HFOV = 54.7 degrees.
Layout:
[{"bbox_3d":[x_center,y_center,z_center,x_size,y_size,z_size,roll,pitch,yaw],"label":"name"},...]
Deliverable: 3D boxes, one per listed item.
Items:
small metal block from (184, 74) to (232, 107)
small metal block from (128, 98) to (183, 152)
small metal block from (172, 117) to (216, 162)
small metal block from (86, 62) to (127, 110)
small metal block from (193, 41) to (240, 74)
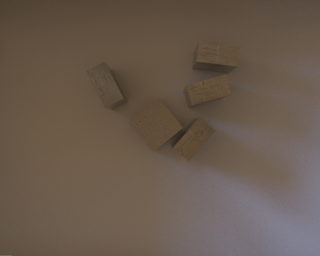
[{"bbox_3d":[0.060,-0.047,0.400,0.050,0.050,0.025,-16,90,0],"label":"small metal block"},{"bbox_3d":[-0.005,-0.004,0.411,0.050,0.025,0.050,-39,91,0],"label":"small metal block"},{"bbox_3d":[0.041,0.014,0.400,0.025,0.050,0.050,41,90,-1],"label":"small metal block"},{"bbox_3d":[-0.066,-0.052,0.398,0.025,0.050,0.050,-27,90,0],"label":"small metal block"},{"bbox_3d":[0.071,-0.090,0.400,0.050,0.050,0.025,7,90,-1],"label":"small metal block"}]
